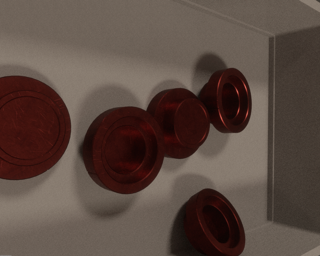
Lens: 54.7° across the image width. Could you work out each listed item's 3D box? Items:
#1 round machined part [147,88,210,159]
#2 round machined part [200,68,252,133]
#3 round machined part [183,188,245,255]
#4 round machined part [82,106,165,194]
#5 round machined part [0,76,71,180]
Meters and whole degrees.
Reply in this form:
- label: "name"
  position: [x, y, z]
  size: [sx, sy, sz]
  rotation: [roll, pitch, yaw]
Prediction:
- label: "round machined part"
  position: [0.031, -0.006, 0.423]
  size: [0.099, 0.042, 0.097]
  rotation: [0, 90, -40]
- label: "round machined part"
  position: [0.098, -0.040, 0.476]
  size: [0.099, 0.042, 0.097]
  rotation: [3, 86, -46]
- label: "round machined part"
  position: [0.072, 0.139, 0.439]
  size: [0.098, 0.042, 0.098]
  rotation: [32, 36, -26]
- label: "round machined part"
  position: [-0.045, 0.025, 0.360]
  size: [0.099, 0.042, 0.097]
  rotation: [0, 90, -40]
- label: "round machined part"
  position: [-0.129, 0.000, 0.288]
  size: [0.099, 0.042, 0.097]
  rotation: [0, 90, -40]
